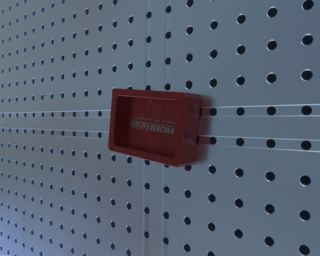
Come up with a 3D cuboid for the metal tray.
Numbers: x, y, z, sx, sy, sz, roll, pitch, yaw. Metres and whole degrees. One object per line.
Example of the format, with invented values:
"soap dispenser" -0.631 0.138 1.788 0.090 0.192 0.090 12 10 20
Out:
"metal tray" -0.012 -0.004 0.414 0.130 0.030 0.089 9 96 39
